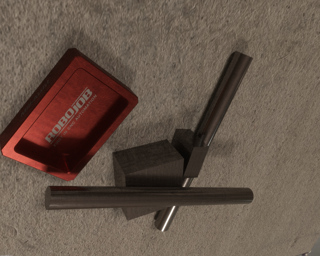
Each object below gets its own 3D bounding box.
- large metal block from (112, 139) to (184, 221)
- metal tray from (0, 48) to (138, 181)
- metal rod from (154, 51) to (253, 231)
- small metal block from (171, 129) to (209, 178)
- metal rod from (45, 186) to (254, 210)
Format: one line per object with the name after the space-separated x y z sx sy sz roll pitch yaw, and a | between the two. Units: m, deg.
-0.017 0.070 0.426 0.081 0.050 0.079 -13 124 -22 | large metal block
-0.099 -0.010 0.344 0.130 0.030 0.090 -49 129 6 | metal tray
0.057 0.032 0.459 0.025 0.025 0.298 10 114 -33 | metal rod
0.037 0.035 0.435 0.025 0.050 0.050 2 117 -30 | small metal block
0.010 0.089 0.404 0.302 0.025 0.025 7 115 -32 | metal rod
